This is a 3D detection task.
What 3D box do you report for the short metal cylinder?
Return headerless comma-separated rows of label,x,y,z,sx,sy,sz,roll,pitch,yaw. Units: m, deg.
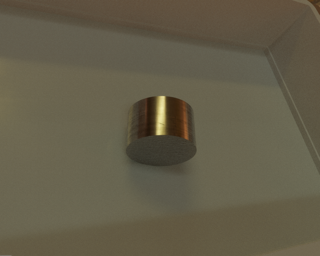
short metal cylinder,0.001,0.006,0.367,0.081,0.080,0.050,13,57,-21
